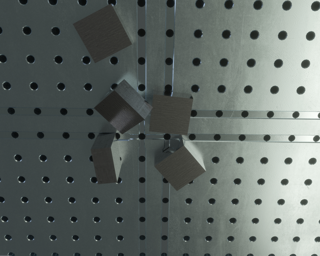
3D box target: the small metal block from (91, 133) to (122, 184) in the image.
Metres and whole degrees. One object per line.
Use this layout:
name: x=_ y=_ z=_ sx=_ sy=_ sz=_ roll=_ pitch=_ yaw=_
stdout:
small metal block: x=-0.070 y=0.040 z=0.414 sx=0.025 sy=0.050 sz=0.050 roll=-6 pitch=110 yaw=2

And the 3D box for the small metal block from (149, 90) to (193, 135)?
small metal block: x=0.014 y=-0.020 z=0.406 sx=0.050 sy=0.025 sz=0.050 roll=6 pitch=110 yaw=-3

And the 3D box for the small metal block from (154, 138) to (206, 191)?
small metal block: x=0.028 y=0.051 z=0.433 sx=0.050 sy=0.025 sz=0.050 roll=-37 pitch=106 yaw=12

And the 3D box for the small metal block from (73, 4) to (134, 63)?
small metal block: x=-0.066 y=-0.113 z=0.371 sx=0.050 sy=0.025 sz=0.050 roll=-25 pitch=109 yaw=8

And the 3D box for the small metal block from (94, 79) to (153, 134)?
small metal block: x=-0.047 y=-0.026 z=0.392 sx=0.050 sy=0.025 sz=0.050 roll=45 pitch=135 yaw=-15
